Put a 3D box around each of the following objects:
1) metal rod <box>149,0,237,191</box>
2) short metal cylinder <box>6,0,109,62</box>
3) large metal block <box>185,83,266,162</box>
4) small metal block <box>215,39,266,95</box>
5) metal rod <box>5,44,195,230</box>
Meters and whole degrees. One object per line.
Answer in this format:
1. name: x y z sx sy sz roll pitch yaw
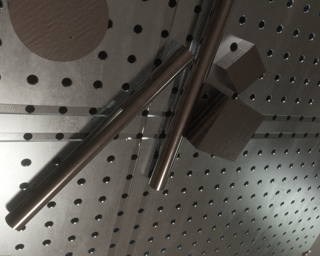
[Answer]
1. metal rod: 0.040 -0.045 0.407 0.025 0.025 0.298 5 116 -31
2. short metal cylinder: -0.093 -0.106 0.279 0.081 0.050 0.079 -14 125 -21
3. large metal block: 0.088 -0.006 0.442 0.080 0.050 0.080 20 107 -36
4. small metal block: 0.111 -0.083 0.423 0.050 0.025 0.050 -41 130 -1
5. metal rod: -0.074 0.012 0.379 0.300 0.025 0.025 -44 130 2
